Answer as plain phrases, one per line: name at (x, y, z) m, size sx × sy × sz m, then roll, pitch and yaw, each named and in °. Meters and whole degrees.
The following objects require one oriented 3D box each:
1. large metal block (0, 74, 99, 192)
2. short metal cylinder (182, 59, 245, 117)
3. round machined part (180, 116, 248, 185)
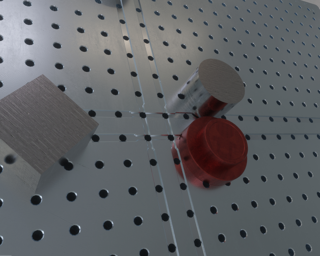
large metal block at (-0.126, 0.004, 0.322) m, size 0.080 × 0.050 × 0.080 m, roll 42°, pitch 51°, yaw 0°
short metal cylinder at (0.080, -0.058, 0.470) m, size 0.081 × 0.050 × 0.080 m, roll 14°, pitch 56°, yaw -21°
round machined part at (0.080, 0.025, 0.425) m, size 0.099 × 0.042 × 0.098 m, roll 14°, pitch 56°, yaw -21°
